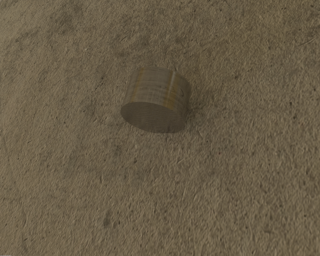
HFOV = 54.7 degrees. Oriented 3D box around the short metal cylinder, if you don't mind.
[{"bbox_3d":[-0.004,-0.033,0.392,0.080,0.080,0.050,-1,62,27],"label":"short metal cylinder"}]
